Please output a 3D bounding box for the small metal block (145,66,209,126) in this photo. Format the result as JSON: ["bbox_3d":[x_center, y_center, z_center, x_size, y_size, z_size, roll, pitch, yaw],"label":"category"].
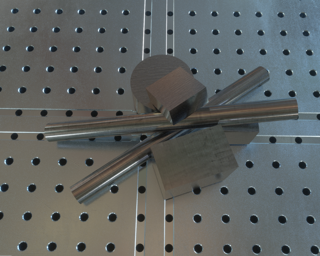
[{"bbox_3d":[0.020,-0.038,0.360,0.050,0.025,0.050,-34,51,-11],"label":"small metal block"}]

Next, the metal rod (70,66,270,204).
[{"bbox_3d":[0.021,0.003,0.408,0.301,0.025,0.025,-33,73,-11],"label":"metal rod"}]

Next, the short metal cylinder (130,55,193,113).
[{"bbox_3d":[0.003,-0.050,0.413,0.081,0.050,0.080,0,69,0],"label":"short metal cylinder"}]

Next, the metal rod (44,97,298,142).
[{"bbox_3d":[0.003,-0.008,0.373,0.301,0.025,0.025,-5,70,12],"label":"metal rod"}]

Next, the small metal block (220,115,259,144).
[{"bbox_3d":[0.093,0.002,0.395,0.050,0.050,0.025,0,70,1],"label":"small metal block"}]

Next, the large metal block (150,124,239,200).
[{"bbox_3d":[0.036,0.043,0.362,0.081,0.080,0.050,-17,71,-6],"label":"large metal block"}]
